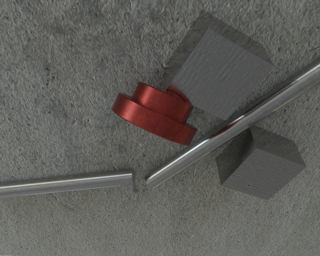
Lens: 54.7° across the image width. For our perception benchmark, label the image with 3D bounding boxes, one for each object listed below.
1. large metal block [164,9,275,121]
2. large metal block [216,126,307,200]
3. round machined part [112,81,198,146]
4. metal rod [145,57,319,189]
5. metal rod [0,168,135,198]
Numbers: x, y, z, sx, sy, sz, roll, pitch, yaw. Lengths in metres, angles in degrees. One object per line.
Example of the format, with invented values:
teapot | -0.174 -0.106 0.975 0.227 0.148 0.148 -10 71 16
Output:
large metal block | 0.059 -0.066 0.336 0.080 0.050 0.080 23 126 -19
large metal block | 0.138 0.049 0.435 0.080 0.050 0.079 20 127 -17
round machined part | -0.001 -0.020 0.352 0.099 0.098 0.042 23 96 -19
metal rod | 0.092 0.002 0.409 0.299 0.025 0.025 -37 121 27
metal rod | -0.189 0.091 0.481 0.302 0.025 0.025 -6 130 5
